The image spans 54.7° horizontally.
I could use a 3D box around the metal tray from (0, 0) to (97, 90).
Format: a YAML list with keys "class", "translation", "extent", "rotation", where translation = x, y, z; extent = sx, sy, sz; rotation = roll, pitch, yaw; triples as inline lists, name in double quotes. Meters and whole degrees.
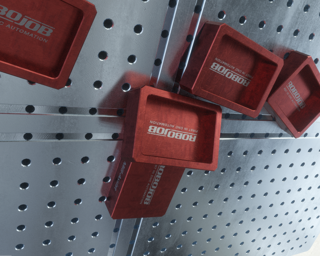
- class: "metal tray"
  translation: [-0.135, -0.097, 0.274]
  extent: [0.131, 0.030, 0.089]
  rotation: [17, 110, -35]

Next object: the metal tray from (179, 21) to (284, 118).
- class: "metal tray"
  translation: [0.098, -0.073, 0.411]
  extent: [0.131, 0.030, 0.089]
  rotation: [16, 103, -35]

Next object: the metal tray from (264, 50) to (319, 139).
- class: "metal tray"
  translation: [0.220, -0.050, 0.500]
  extent: [0.090, 0.030, 0.130]
  rotation: [-48, 129, 5]

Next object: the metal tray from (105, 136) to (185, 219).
- class: "metal tray"
  translation: [-0.016, 0.070, 0.444]
  extent: [0.091, 0.030, 0.129]
  rotation: [7, 115, -32]

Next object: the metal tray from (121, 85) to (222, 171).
- class: "metal tray"
  translation: [0.019, 0.004, 0.395]
  extent: [0.131, 0.030, 0.090]
  rotation: [11, 81, -33]
